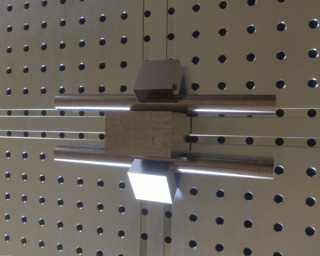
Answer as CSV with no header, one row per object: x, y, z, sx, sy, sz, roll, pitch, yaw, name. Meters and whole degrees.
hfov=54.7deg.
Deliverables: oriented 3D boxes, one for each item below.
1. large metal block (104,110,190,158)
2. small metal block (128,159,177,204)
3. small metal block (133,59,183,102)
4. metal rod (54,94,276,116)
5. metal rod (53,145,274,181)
-0.012,0.006,0.383,0.080,0.080,0.050,2,91,20,large metal block
-0.009,0.068,0.399,0.050,0.025,0.050,3,129,19,small metal block
-0.001,-0.060,0.397,0.050,0.025,0.050,1,56,19,small metal block
-0.007,-0.032,0.410,0.301,0.025,0.025,2,91,19,metal rod
-0.009,0.044,0.412,0.301,0.025,0.025,2,91,19,metal rod
